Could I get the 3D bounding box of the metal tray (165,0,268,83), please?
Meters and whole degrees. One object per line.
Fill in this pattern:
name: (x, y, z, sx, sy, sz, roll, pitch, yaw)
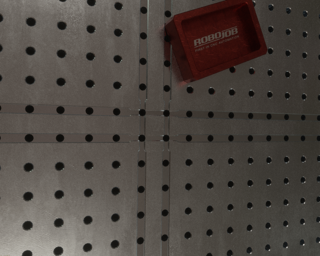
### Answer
metal tray: (0.082, -0.128, 0.441, 0.131, 0.030, 0.090, -23, 98, -19)
